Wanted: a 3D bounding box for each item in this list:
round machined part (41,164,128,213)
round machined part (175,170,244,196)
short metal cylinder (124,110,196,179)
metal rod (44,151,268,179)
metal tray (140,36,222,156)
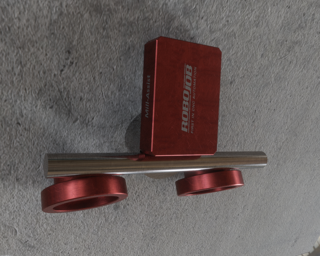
[{"bbox_3d":[-0.091,0.070,0.371,0.099,0.042,0.098,-11,160,-4],"label":"round machined part"},{"bbox_3d":[0.071,0.072,0.460,0.099,0.042,0.098,-8,163,-2],"label":"round machined part"},{"bbox_3d":[0.000,0.019,0.406,0.081,0.050,0.079,-14,125,-21],"label":"short metal cylinder"},{"bbox_3d":[0.018,0.042,0.382,0.303,0.025,0.025,2,118,-30],"label":"metal rod"},{"bbox_3d":[0.026,-0.034,0.365,0.091,0.030,0.129,2,91,-30],"label":"metal tray"}]
